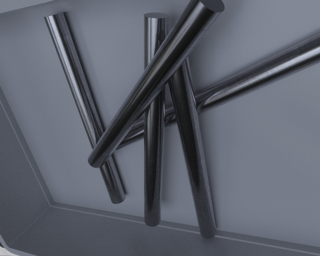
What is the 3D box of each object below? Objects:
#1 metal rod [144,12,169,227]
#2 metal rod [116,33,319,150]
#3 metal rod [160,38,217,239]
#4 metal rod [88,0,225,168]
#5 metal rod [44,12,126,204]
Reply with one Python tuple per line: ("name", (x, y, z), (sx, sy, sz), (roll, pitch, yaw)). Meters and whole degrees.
("metal rod", (-0.007, 0.014, 0.387), (0.025, 0.025, 0.298), (15, 125, 20))
("metal rod", (0.046, -0.029, 0.366), (0.299, 0.025, 0.025), (-24, 106, 36))
("metal rod", (0.043, 0.036, 0.384), (0.025, 0.025, 0.298), (5, 128, 26))
("metal rod", (-0.028, -0.024, 0.344), (0.025, 0.025, 0.298), (42, 139, -1))
("metal rod", (-0.102, -0.012, 0.454), (0.025, 0.025, 0.298), (1, 119, 28))
